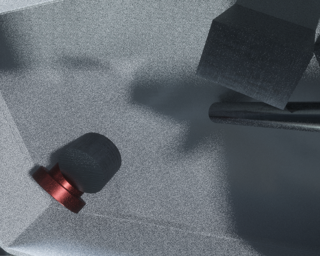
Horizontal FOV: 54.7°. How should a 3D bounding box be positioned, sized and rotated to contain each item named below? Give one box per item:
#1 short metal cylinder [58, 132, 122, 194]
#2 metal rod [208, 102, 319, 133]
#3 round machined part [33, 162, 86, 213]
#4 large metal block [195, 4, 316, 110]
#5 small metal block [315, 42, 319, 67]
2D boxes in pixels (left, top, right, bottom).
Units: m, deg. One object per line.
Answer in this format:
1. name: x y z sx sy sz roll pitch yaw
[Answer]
1. short metal cylinder: -0.107 0.054 0.478 0.080 0.050 0.079 11 121 19
2. metal rod: 0.136 -0.008 0.232 0.299 0.025 0.025 9 130 63
3. round machined part: -0.161 0.095 0.519 0.098 0.042 0.098 38 164 13
4. large metal block: 0.089 -0.069 0.283 0.080 0.080 0.050 25 127 13
5. small metal block: 0.175 -0.061 0.279 0.050 0.025 0.050 -20 108 35
